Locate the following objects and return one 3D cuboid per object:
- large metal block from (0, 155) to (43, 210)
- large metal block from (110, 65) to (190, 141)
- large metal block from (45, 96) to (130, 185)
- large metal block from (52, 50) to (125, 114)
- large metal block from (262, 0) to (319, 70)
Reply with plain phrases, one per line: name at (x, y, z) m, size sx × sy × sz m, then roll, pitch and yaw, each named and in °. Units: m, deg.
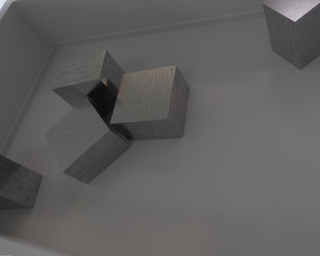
large metal block at (-0.234, 0.081, 0.444) m, size 0.080 × 0.080 × 0.050 m, roll -9°, pitch 58°, yaw 23°
large metal block at (-0.011, -0.031, 0.415) m, size 0.080 × 0.050 × 0.080 m, roll -4°, pitch 60°, yaw 26°
large metal block at (-0.102, 0.017, 0.431) m, size 0.080 × 0.050 × 0.080 m, roll -42°, pitch 51°, yaw 1°
large metal block at (-0.095, -0.061, 0.458) m, size 0.080 × 0.080 × 0.050 m, roll -8°, pitch 58°, yaw 24°
large metal block at (0.174, -0.129, 0.358) m, size 0.080 × 0.080 × 0.050 m, roll -38°, pitch 51°, yaw 3°
